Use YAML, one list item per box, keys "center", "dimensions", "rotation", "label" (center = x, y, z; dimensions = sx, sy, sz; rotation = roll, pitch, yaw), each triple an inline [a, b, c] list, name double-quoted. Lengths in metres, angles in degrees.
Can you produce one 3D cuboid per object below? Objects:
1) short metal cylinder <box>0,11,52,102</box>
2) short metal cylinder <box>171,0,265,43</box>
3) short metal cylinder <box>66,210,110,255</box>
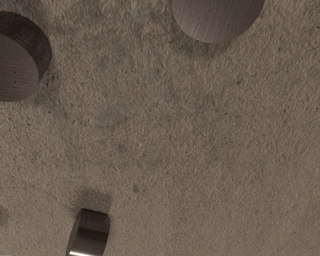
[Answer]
- center: [-0.162, -0.074, 0.325]
  dimensions: [0.081, 0.050, 0.079]
  rotation: [0, 130, 0]
  label: "short metal cylinder"
- center: [0.050, -0.126, 0.284]
  dimensions: [0.081, 0.050, 0.079]
  rotation: [0, 130, 0]
  label: "short metal cylinder"
- center: [-0.122, 0.185, 0.527]
  dimensions: [0.050, 0.080, 0.079]
  rotation: [19, 127, -16]
  label: "short metal cylinder"
